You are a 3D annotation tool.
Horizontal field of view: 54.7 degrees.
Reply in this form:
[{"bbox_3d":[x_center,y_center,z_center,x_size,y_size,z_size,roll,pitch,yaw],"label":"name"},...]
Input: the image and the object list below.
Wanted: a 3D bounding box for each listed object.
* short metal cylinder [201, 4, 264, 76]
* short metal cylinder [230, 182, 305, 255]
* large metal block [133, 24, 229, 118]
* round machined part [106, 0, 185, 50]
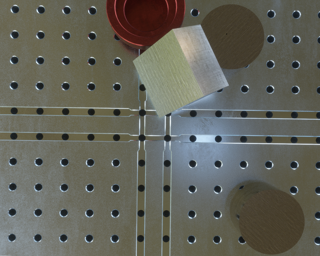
[{"bbox_3d":[0.087,-0.111,0.402,0.081,0.050,0.079,0,90,0],"label":"short metal cylinder"},{"bbox_3d":[0.137,0.115,0.403,0.081,0.050,0.079,0,90,-1],"label":"short metal cylinder"},{"bbox_3d":[0.024,-0.068,0.380,0.050,0.080,0.080,-25,91,-41],"label":"large metal block"},{"bbox_3d":[-0.018,-0.150,0.405,0.099,0.042,0.097,0,90,-1],"label":"round machined part"}]
